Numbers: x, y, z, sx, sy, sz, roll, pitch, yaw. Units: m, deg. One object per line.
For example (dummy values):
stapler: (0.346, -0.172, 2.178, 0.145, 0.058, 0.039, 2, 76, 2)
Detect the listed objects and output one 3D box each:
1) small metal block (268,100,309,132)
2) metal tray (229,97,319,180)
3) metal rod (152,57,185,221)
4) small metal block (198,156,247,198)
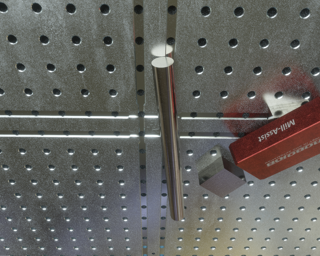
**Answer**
small metal block: (0.172, -0.006, 0.409, 0.050, 0.025, 0.050, -9, 130, 7)
metal tray: (0.170, 0.019, 0.410, 0.130, 0.030, 0.090, -32, 142, 24)
metal rod: (0.017, 0.039, 0.444, 0.025, 0.025, 0.298, -4, 130, 3)
small metal block: (0.096, 0.077, 0.479, 0.050, 0.025, 0.050, 32, 123, -25)
